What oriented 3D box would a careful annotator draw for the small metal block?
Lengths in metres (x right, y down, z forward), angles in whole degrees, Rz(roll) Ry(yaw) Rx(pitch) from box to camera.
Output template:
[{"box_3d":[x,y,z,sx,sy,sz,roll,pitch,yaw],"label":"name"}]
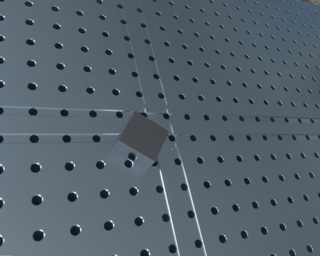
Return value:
[{"box_3d":[-0.023,0.015,0.386,0.050,0.025,0.050,31,52,-8],"label":"small metal block"}]
